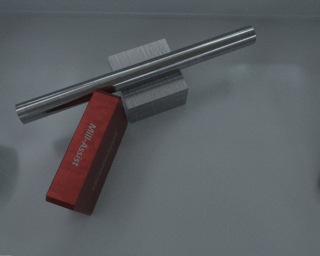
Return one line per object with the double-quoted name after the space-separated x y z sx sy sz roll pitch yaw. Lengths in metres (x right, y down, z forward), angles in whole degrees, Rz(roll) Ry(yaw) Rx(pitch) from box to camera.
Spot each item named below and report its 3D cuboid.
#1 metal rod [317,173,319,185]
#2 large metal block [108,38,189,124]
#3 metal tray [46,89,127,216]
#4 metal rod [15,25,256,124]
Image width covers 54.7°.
0.241 -0.072 0.376 0.025 0.025 0.298 12 95 4 "metal rod"
-0.016 -0.063 0.419 0.080 0.050 0.080 -20 72 -8 "large metal block"
-0.078 0.032 0.362 0.030 0.090 0.130 18 71 6 "metal tray"
-0.022 -0.068 0.381 0.302 0.025 0.025 -21 72 -8 "metal rod"
